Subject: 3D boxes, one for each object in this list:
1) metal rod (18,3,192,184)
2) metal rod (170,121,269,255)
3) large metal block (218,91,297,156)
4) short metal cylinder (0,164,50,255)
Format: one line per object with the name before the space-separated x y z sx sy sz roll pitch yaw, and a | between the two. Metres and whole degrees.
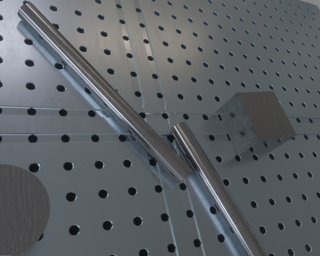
metal rod | -0.072 -0.047 0.397 0.300 0.025 0.025 46 51 4
metal rod | 0.098 0.122 0.386 0.025 0.025 0.299 -20 73 -36
large metal block | 0.149 -0.009 0.478 0.081 0.050 0.080 -6 65 -31
short metal cylinder | -0.141 0.078 0.269 0.081 0.050 0.080 14 56 -21
